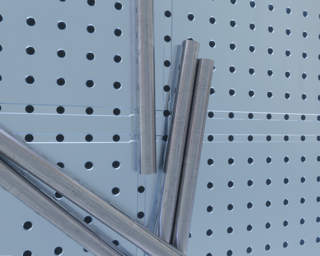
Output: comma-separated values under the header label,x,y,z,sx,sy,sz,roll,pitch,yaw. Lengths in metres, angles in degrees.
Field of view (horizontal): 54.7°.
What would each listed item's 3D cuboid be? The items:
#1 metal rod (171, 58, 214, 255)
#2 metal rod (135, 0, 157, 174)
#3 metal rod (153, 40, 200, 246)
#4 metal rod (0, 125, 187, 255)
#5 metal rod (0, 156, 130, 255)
label,x,y,z,sx,sy,sz,roll,pitch,yaw
metal rod,0.042,0.053,0.429,0.025,0.025,0.298,10,87,-20
metal rod,-0.019,-0.090,0.406,0.025,0.025,0.298,-1,90,-20
metal rod,0.020,0.030,0.421,0.025,0.025,0.298,10,87,-20
metal rod,-0.076,0.092,0.369,0.301,0.025,0.025,38,78,-10
metal rod,-0.118,0.106,0.369,0.300,0.025,0.025,44,76,-15
